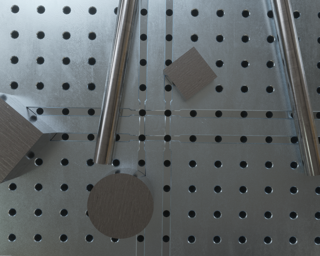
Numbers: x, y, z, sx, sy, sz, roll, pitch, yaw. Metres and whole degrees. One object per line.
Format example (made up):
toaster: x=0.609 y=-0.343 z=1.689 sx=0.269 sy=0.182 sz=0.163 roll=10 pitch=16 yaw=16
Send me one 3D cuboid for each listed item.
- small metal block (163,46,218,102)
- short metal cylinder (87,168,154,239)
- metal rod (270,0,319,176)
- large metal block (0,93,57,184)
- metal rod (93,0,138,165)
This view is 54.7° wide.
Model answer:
small metal block: x=0.039 y=-0.071 z=0.414 sx=0.050 sy=0.025 sz=0.050 roll=-38 pitch=91 yaw=0
short metal cylinder: x=-0.048 y=0.094 z=0.400 sx=0.081 sy=0.050 sz=0.079 roll=0 pitch=90 yaw=-1
metal rod: x=0.179 y=-0.085 z=0.415 sx=0.025 sy=0.025 sz=0.298 roll=-11 pitch=90 yaw=0
large metal block: x=-0.198 y=0.011 z=0.398 sx=0.080 sy=0.050 sz=0.080 roll=40 pitch=90 yaw=-1
metal rod: x=-0.053 y=-0.101 z=0.412 sx=0.025 sy=0.025 sz=0.298 roll=9 pitch=90 yaw=-1
